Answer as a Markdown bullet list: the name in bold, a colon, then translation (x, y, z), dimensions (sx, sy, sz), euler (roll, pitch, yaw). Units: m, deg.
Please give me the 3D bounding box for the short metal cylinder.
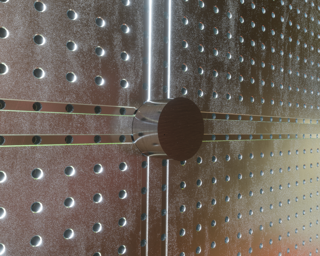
- **short metal cylinder**: translation (0.012, 0.001, 0.404), dimensions (0.081, 0.050, 0.079), euler (0, 90, -40)
